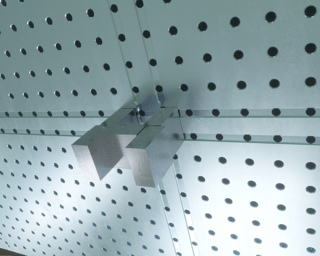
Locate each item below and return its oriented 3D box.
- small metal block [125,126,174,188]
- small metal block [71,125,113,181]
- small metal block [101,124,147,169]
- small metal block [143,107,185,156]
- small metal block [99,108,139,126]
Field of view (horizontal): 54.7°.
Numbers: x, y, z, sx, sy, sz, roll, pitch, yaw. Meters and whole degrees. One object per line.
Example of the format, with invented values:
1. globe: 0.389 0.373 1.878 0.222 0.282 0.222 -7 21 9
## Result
1. small metal block: -0.010 0.031 0.352 0.025 0.050 0.050 1 118 28
2. small metal block: -0.077 0.030 0.387 0.025 0.050 0.050 1 118 28
3. small metal block: -0.038 0.023 0.380 0.050 0.025 0.050 1 119 27
4. small metal block: 0.006 0.007 0.394 0.025 0.050 0.050 -1 118 28
5. small metal block: -0.052 0.007 0.424 0.025 0.050 0.050 1 119 27
